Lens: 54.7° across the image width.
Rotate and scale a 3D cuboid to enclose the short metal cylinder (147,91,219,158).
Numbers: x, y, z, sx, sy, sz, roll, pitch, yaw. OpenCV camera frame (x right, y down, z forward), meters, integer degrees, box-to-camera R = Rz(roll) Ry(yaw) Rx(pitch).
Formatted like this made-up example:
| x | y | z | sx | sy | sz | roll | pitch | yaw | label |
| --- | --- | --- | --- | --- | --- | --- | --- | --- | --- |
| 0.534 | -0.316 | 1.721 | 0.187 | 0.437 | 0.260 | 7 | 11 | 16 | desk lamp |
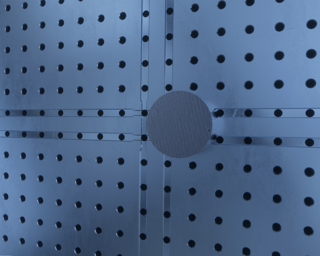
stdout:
| x | y | z | sx | sy | sz | roll | pitch | yaw | label |
| --- | --- | --- | --- | --- | --- | --- | --- | --- | --- |
| 0.030 | -0.004 | 0.388 | 0.080 | 0.050 | 0.079 | 0 | 90 | 19 | short metal cylinder |
